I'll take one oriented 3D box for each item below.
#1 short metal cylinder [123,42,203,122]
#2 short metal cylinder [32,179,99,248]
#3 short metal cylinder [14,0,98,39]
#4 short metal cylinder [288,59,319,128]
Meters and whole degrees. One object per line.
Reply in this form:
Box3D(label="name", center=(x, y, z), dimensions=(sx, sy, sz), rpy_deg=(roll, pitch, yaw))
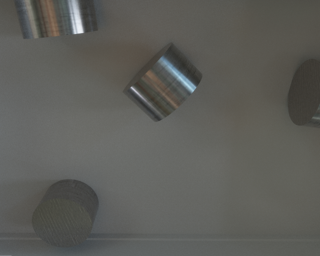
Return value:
Box3D(label="short metal cylinder", center=(0.003, -0.053, 0.362), dimensions=(0.080, 0.080, 0.050), rpy_deg=(-43, 105, 14))
Box3D(label="short metal cylinder", center=(-0.132, 0.121, 0.441), dimensions=(0.081, 0.050, 0.079), rpy_deg=(0, 110, -1))
Box3D(label="short metal cylinder", center=(-0.111, -0.127, 0.334), dimensions=(0.080, 0.080, 0.050), rpy_deg=(-6, 110, 2))
Box3D(label="short metal cylinder", center=(0.197, -0.039, 0.371), dimensions=(0.050, 0.080, 0.079), rpy_deg=(8, 110, -3))
